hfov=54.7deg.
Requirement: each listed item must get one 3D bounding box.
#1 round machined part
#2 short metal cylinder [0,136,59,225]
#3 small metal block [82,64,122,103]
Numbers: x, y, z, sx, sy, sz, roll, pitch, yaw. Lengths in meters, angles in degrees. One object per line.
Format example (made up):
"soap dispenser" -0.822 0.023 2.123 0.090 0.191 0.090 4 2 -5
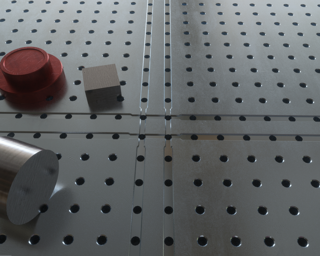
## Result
"round machined part" -0.197 -0.086 0.466 0.099 0.042 0.098 0 50 0
"short metal cylinder" -0.152 0.054 0.325 0.050 0.080 0.080 16 52 13
"small metal block" -0.087 -0.067 0.463 0.050 0.025 0.050 -10 51 -9
